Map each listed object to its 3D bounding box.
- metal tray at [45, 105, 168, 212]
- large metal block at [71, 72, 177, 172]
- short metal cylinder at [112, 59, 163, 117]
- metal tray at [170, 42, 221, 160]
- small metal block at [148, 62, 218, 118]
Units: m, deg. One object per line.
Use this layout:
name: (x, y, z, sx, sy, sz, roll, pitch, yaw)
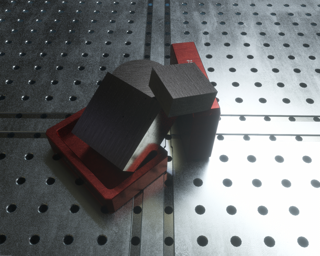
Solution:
metal tray: (-0.065, 0.026, 0.380, 0.091, 0.030, 0.130, -36, 59, -27)
large metal block: (-0.039, -0.005, 0.355, 0.080, 0.050, 0.080, 32, 92, 23)
short metal cylinder: (-0.026, -0.051, 0.434, 0.081, 0.050, 0.080, 0, 50, 0)
metal tray: (0.039, -0.036, 0.396, 0.030, 0.089, 0.130, -7, 51, -6)
small metal block: (0.023, -0.041, 0.320, 0.050, 0.025, 0.050, -11, 51, -24)
